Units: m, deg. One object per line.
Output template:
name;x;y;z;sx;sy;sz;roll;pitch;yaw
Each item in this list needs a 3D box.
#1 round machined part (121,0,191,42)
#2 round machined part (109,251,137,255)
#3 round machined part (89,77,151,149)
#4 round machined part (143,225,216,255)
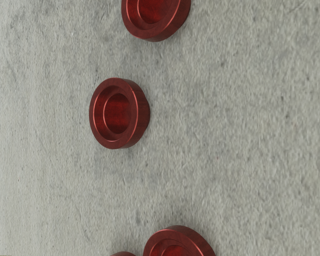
round machined part;0.000;-0.158;0.392;0.098;0.042;0.097;0;90;39
round machined part;-0.041;0.219;0.425;0.098;0.042;0.097;0;90;39
round machined part;-0.052;-0.020;0.435;0.098;0.042;0.097;0;90;39
round machined part;0.029;0.165;0.368;0.098;0.042;0.097;0;90;39
